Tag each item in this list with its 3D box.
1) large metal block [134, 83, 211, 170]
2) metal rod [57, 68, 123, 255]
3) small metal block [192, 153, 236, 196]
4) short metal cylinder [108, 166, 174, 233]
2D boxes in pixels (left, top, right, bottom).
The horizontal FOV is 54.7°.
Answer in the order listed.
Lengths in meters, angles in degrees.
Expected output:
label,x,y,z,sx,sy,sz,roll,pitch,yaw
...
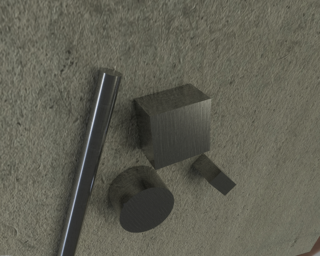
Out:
label,x,y,z,sx,sy,sz,roll,pitch,yaw
large metal block,0.017,-0.003,0.400,0.081,0.050,0.079,-18,126,-19
metal rod,-0.097,0.069,0.397,0.025,0.025,0.298,4,116,-31
small metal block,0.085,0.072,0.484,0.025,0.050,0.050,-46,130,4
short metal cylinder,-0.027,0.100,0.440,0.081,0.050,0.079,-14,125,-21
